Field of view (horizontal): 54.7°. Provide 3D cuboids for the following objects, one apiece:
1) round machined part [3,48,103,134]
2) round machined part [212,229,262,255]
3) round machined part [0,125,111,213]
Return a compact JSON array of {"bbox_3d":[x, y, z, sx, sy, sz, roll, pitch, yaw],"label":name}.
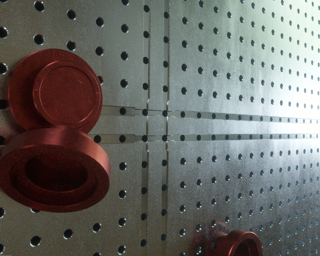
[{"bbox_3d":[-0.101,-0.032,0.315,0.099,0.042,0.097,0,90,-40],"label":"round machined part"},{"bbox_3d":[0.121,0.213,0.503,0.099,0.042,0.097,0,90,-40],"label":"round machined part"},{"bbox_3d":[-0.097,0.035,0.295,0.098,0.098,0.042,41,28,-33],"label":"round machined part"}]
